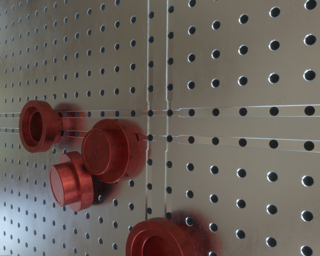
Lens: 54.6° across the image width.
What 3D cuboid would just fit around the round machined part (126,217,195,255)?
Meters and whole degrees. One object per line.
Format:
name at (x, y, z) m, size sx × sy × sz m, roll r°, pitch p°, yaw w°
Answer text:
round machined part at (0.005, 0.163, 0.395) m, size 0.098 × 0.042 × 0.097 m, roll 0°, pitch 90°, yaw 40°

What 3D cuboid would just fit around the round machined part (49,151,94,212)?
round machined part at (-0.150, 0.090, 0.507) m, size 0.098 × 0.042 × 0.097 m, roll 19°, pitch 114°, yaw 50°

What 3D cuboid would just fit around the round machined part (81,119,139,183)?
round machined part at (-0.081, 0.035, 0.467) m, size 0.098 × 0.042 × 0.097 m, roll 0°, pitch 90°, yaw 40°

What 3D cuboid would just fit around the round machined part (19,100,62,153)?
round machined part at (-0.221, -0.003, 0.583) m, size 0.098 × 0.042 × 0.097 m, roll 0°, pitch 90°, yaw 40°
